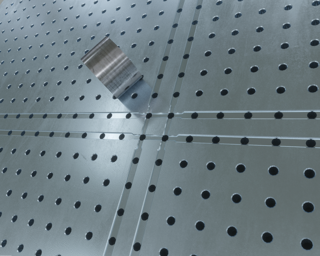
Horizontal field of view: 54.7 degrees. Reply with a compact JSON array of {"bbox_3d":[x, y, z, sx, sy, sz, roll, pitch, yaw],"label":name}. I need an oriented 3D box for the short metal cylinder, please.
[{"bbox_3d":[-0.072,-0.090,0.464,0.050,0.080,0.080,-43,51,-1],"label":"short metal cylinder"}]
